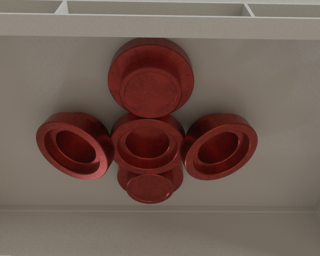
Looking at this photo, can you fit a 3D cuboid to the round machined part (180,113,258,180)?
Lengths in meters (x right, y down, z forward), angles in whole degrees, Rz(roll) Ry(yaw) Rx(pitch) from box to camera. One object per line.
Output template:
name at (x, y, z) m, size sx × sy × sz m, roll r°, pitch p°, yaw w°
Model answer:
round machined part at (0.072, 0.020, 0.402) m, size 0.099 × 0.042 × 0.097 m, roll -11°, pitch 132°, yaw -13°

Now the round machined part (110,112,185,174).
round machined part at (-0.016, 0.013, 0.406) m, size 0.099 × 0.042 × 0.097 m, roll 0°, pitch 130°, yaw 0°

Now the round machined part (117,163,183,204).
round machined part at (-0.015, 0.076, 0.460) m, size 0.099 × 0.042 × 0.097 m, roll 0°, pitch 130°, yaw 0°

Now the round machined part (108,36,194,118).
round machined part at (-0.010, -0.050, 0.353) m, size 0.099 × 0.042 × 0.097 m, roll 0°, pitch 130°, yaw 0°

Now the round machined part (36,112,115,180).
round machined part at (-0.104, 0.018, 0.400) m, size 0.098 × 0.042 × 0.097 m, roll 11°, pitch 131°, yaw 13°
